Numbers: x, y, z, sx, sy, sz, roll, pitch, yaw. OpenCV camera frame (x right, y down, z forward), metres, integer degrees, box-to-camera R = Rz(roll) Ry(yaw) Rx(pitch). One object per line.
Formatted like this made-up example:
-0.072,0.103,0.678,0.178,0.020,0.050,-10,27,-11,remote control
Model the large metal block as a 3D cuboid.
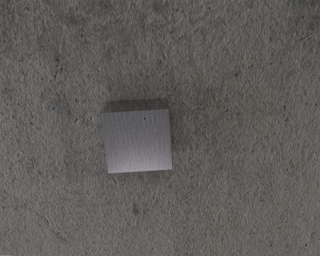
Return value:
-0.027,0.009,0.399,0.080,0.050,0.079,-4,110,1,large metal block
